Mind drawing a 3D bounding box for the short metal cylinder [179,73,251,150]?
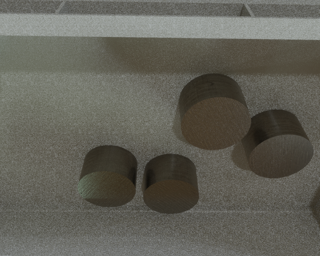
[{"bbox_3d":[0.065,-0.019,0.377,0.081,0.050,0.079,0,130,0],"label":"short metal cylinder"}]

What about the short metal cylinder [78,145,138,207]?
[{"bbox_3d":[-0.074,0.071,0.452,0.081,0.050,0.079,0,130,0],"label":"short metal cylinder"}]

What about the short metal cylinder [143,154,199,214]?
[{"bbox_3d":[0.016,0.084,0.465,0.081,0.050,0.079,0,130,0],"label":"short metal cylinder"}]

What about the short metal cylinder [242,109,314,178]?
[{"bbox_3d":[0.153,0.022,0.413,0.081,0.050,0.079,0,130,0],"label":"short metal cylinder"}]
